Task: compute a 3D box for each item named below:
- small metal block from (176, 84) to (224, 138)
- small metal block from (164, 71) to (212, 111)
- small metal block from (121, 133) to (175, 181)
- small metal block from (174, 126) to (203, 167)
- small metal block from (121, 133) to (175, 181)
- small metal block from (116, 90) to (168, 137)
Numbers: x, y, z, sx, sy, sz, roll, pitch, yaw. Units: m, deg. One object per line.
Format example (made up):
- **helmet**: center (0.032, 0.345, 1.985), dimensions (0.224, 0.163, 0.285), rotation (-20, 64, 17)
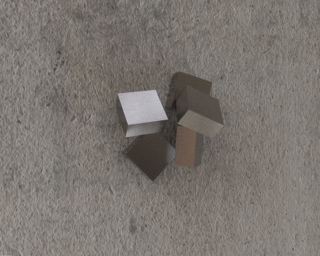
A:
- **small metal block**: center (0.049, -0.021, 0.389), dimensions (0.050, 0.025, 0.050), rotation (23, 39, -19)
- **small metal block**: center (0.039, -0.045, 0.426), dimensions (0.050, 0.025, 0.050), rotation (15, 85, -20)
- **small metal block**: center (-0.013, 0.033, 0.407), dimensions (0.050, 0.025, 0.050), rotation (-47, 105, -14)
- **small metal block**: center (0.039, 0.024, 0.410), dimensions (0.025, 0.050, 0.050), rotation (4, 88, 18)
- **small metal block**: center (-0.013, 0.033, 0.407), dimensions (0.050, 0.025, 0.050), rotation (-47, 105, -14)
- **small metal block**: center (-0.024, -0.019, 0.389), dimensions (0.050, 0.025, 0.050), rotation (-8, 55, -21)
